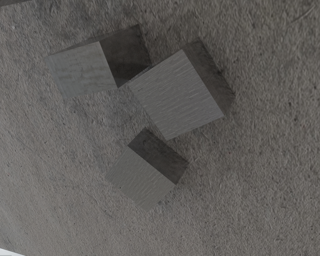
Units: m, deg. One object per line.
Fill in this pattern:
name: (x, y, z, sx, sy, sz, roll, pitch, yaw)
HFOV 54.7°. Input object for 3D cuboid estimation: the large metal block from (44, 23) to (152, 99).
large metal block: (-0.069, -0.078, 0.359, 0.080, 0.080, 0.050, -6, 116, 31)

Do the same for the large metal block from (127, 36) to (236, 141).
large metal block: (0.025, -0.043, 0.351, 0.080, 0.050, 0.080, -25, 105, 37)

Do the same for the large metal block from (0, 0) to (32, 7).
large metal block: (-0.180, -0.190, 0.349, 0.050, 0.080, 0.080, -30, 102, 38)

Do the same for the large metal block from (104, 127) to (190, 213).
large metal block: (-0.019, 0.060, 0.438, 0.080, 0.050, 0.080, 39, 129, 1)
